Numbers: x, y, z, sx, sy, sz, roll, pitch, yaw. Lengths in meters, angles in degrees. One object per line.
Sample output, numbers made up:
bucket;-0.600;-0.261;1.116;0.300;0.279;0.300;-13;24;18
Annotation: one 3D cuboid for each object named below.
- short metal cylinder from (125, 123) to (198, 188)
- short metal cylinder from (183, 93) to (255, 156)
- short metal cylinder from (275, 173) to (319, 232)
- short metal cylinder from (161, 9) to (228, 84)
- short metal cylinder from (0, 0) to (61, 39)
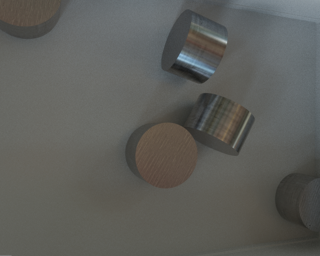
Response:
short metal cylinder;0.001;0.033;0.397;0.081;0.050;0.080;0;90;-20
short metal cylinder;0.077;-0.004;0.409;0.080;0.080;0.050;31;80;-18
short metal cylinder;0.229;0.113;0.482;0.081;0.050;0.080;0;90;-20
short metal cylinder;0.042;-0.103;0.396;0.050;0.080;0.080;18;84;-19
short metal cylinder;-0.151;-0.145;0.341;0.081;0.050;0.080;0;90;-20
